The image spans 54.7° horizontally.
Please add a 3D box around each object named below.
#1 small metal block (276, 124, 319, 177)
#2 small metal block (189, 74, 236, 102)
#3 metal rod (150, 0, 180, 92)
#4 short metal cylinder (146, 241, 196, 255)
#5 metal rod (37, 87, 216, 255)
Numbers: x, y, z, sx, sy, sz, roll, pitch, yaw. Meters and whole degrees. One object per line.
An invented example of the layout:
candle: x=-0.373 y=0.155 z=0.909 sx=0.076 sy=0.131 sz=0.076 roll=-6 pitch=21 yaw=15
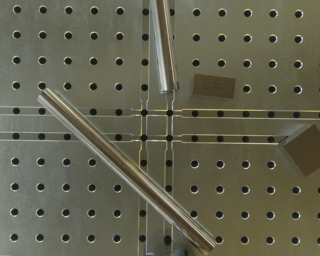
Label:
small metal block: x=0.195 y=0.029 z=0.415 sx=0.050 sy=0.025 sz=0.050 roll=-36 pitch=90 yaw=0
small metal block: x=0.066 y=-0.051 z=0.401 sx=0.050 sy=0.050 sz=0.025 roll=7 pitch=90 yaw=0
metal rod: x=-0.005 y=-0.198 z=0.412 sx=0.025 sy=0.025 sz=0.298 roll=-7 pitch=90 yaw=0
short metal cylinder: x=0.015 y=0.196 z=0.401 sx=0.081 sy=0.050 sz=0.080 roll=0 pitch=90 yaw=0
metal rod: x=-0.043 y=0.057 z=0.412 sx=0.300 sy=0.025 sz=0.025 roll=43 pitch=90 yaw=0
